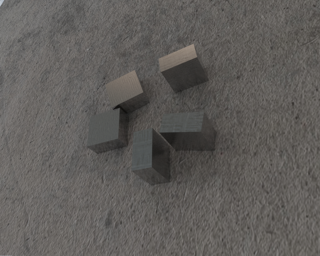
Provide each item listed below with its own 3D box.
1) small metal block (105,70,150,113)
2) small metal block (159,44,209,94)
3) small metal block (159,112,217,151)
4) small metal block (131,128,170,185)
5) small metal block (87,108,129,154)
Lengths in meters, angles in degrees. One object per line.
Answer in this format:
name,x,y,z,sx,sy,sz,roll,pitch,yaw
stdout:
small metal block,-0.049,-0.051,0.458,0.050,0.025,0.050,-26,52,5
small metal block,0.033,-0.079,0.419,0.050,0.050,0.025,-20,54,16
small metal block,0.034,0.005,0.367,0.050,0.050,0.025,-2,61,27
small metal block,-0.010,0.035,0.371,0.025,0.050,0.050,-13,56,21
small metal block,-0.073,0.004,0.440,0.050,0.025,0.050,-14,56,20
